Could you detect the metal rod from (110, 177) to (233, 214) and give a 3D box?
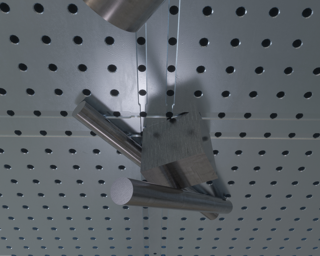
[{"bbox_3d":[0.039,0.096,0.405,0.025,0.025,0.301,-27,153,21],"label":"metal rod"}]

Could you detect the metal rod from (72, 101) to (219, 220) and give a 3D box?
[{"bbox_3d":[-0.005,0.062,0.464,0.025,0.025,0.300,-33,123,25],"label":"metal rod"}]

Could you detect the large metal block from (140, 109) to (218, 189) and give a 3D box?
[{"bbox_3d":[0.024,0.031,0.402,0.080,0.080,0.050,-19,128,15],"label":"large metal block"}]

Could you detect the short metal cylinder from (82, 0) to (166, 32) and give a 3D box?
[{"bbox_3d":[-0.032,-0.130,0.265,0.080,0.080,0.050,34,122,-26],"label":"short metal cylinder"}]
